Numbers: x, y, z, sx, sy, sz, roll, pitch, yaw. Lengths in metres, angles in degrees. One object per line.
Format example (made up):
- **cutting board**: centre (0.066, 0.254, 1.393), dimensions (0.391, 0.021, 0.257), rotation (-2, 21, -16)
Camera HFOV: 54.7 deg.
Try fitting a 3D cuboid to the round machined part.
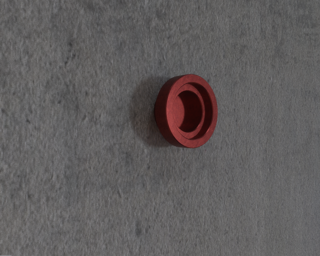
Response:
- **round machined part**: centre (0.031, -0.022, 0.422), dimensions (0.099, 0.042, 0.097), rotation (0, 90, -40)
